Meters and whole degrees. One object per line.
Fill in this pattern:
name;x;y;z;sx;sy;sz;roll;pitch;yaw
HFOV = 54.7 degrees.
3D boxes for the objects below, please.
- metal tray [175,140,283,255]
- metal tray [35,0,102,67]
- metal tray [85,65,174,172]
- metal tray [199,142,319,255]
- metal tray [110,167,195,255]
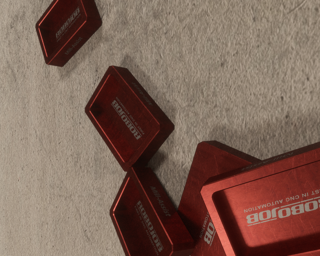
metal tray;0.069;0.089;0.344;0.090;0.030;0.129;25;105;37
metal tray;-0.160;-0.177;0.530;0.130;0.030;0.090;-32;70;35
metal tray;-0.049;-0.015;0.439;0.130;0.030;0.090;52;120;27
metal tray;0.113;0.072;0.276;0.130;0.030;0.090;-23;87;22
metal tray;-0.017;0.122;0.385;0.130;0.030;0.089;54;127;45
